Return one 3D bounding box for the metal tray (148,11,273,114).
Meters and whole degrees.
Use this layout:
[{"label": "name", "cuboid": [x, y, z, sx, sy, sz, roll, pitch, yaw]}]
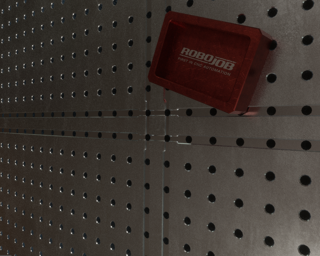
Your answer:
[{"label": "metal tray", "cuboid": [0.051, -0.079, 0.362, 0.130, 0.030, 0.089, 27, 107, 36]}]
